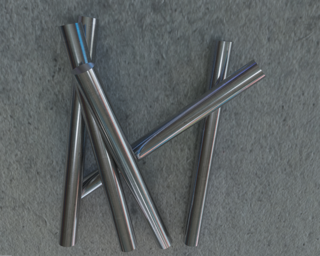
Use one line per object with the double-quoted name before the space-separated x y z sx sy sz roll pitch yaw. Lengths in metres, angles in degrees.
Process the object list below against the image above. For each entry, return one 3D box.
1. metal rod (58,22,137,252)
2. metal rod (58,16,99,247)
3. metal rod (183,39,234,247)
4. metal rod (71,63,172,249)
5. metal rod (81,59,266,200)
"metal rod" -0.070 0.026 0.383 0.025 0.025 0.298 -10 109 3
"metal rod" -0.106 0.015 0.396 0.025 0.025 0.298 8 103 -4
"metal rod" 0.062 0.034 0.423 0.025 0.025 0.298 5 110 -2
"metal rod" -0.035 0.057 0.393 0.025 0.025 0.299 -16 123 5
"metal rod" -0.004 0.013 0.397 0.300 0.025 0.025 -35 107 18
